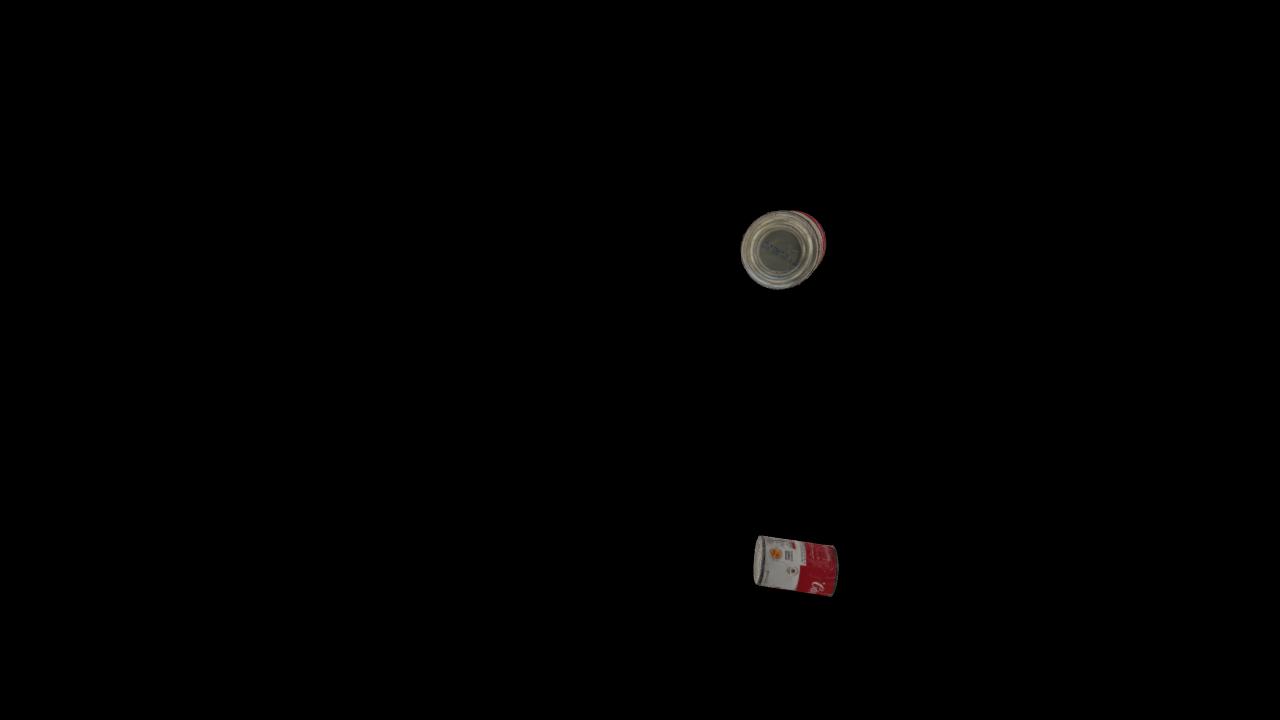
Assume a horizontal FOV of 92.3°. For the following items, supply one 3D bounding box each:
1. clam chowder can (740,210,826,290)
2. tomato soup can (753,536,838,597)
[{"bbox_3d":[0.132,-0.102,0.560,0.068,0.068,0.102,0,12,20],"label":"clam chowder can"},{"bbox_3d":[0.209,0.279,0.835,0.101,0.068,0.068,8,0,3],"label":"tomato soup can"}]
